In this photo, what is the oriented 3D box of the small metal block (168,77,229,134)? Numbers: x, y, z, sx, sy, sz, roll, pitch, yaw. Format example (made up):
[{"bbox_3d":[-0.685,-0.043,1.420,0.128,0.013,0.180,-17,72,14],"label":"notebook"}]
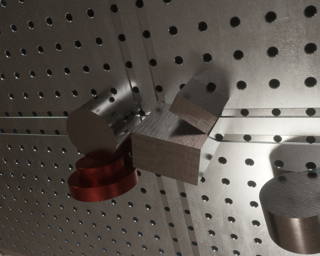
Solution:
[{"bbox_3d":[0.045,-0.027,0.354,0.050,0.050,0.025,32,128,7],"label":"small metal block"}]

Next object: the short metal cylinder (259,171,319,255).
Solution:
[{"bbox_3d":[0.158,0.093,0.349,0.080,0.080,0.050,-7,115,31],"label":"short metal cylinder"}]

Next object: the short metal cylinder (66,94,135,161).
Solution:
[{"bbox_3d":[-0.083,-0.001,0.436,0.080,0.050,0.079,13,124,20],"label":"short metal cylinder"}]

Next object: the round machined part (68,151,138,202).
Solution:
[{"bbox_3d":[-0.083,0.064,0.447,0.098,0.099,0.042,0,107,28],"label":"round machined part"}]

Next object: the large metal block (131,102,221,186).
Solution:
[{"bbox_3d":[0.021,0.015,0.373,0.080,0.080,0.050,14,124,20],"label":"large metal block"}]
